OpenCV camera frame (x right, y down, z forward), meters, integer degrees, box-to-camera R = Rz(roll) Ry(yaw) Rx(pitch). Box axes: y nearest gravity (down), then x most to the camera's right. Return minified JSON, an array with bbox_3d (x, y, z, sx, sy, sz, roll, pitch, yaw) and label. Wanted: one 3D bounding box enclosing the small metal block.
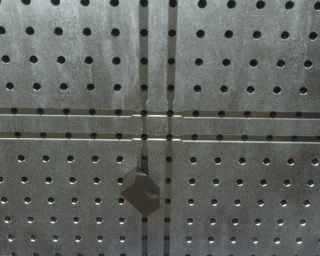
[{"bbox_3d":[-0.026,0.087,0.432,0.025,0.050,0.050,-38,106,13],"label":"small metal block"}]
